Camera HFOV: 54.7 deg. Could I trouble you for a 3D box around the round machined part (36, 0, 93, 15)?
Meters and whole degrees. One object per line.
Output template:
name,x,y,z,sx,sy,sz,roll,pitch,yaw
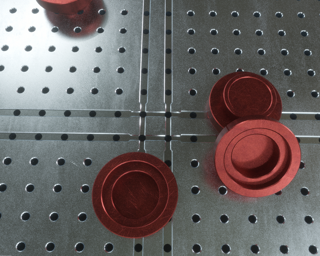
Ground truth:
round machined part,-0.146,-0.217,0.480,0.099,0.042,0.098,0,70,-1

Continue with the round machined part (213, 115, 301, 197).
round machined part,0.114,0.031,0.377,0.099,0.042,0.097,1,105,3

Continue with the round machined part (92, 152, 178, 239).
round machined part,-0.028,0.081,0.373,0.099,0.042,0.098,0,70,-1

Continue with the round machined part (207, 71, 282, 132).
round machined part,0.116,-0.034,0.417,0.099,0.042,0.098,0,70,-1
